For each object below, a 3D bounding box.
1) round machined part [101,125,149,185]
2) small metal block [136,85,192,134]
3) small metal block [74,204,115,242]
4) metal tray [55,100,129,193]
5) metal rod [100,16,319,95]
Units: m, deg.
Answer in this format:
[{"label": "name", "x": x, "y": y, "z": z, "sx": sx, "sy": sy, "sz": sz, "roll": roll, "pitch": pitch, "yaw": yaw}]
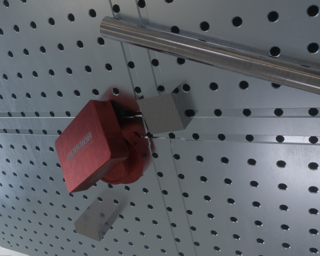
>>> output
[{"label": "round machined part", "x": -0.070, "y": 0.046, "z": 0.466, "sx": 0.098, "sy": 0.042, "sz": 0.097, "roll": 13, "pitch": 124, "yaw": 21}, {"label": "small metal block", "x": 0.006, "y": -0.022, "z": 0.395, "sx": 0.050, "sy": 0.025, "sz": 0.050, "roll": -9, "pitch": 114, "yaw": 32}, {"label": "small metal block", "x": -0.118, "y": 0.172, "z": 0.564, "sx": 0.050, "sy": 0.050, "sz": 0.025, "roll": 13, "pitch": 124, "yaw": 21}, {"label": "metal tray", "x": -0.105, "y": 0.029, "z": 0.453, "sx": 0.129, "sy": 0.030, "sz": 0.090, "roll": -39, "pitch": 65, "yaw": 39}, {"label": "metal rod", "x": 0.072, "y": -0.074, "z": 0.327, "sx": 0.301, "sy": 0.025, "sz": 0.025, "roll": 19, "pitch": 126, "yaw": 17}]
